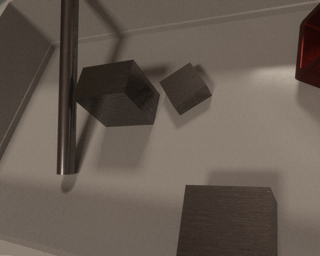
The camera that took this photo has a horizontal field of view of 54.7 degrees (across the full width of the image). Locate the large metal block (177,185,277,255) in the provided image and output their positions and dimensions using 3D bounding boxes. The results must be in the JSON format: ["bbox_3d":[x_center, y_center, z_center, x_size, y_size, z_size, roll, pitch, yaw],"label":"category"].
[{"bbox_3d":[0.065,0.101,0.293,0.080,0.050,0.080,-3,60,26],"label":"large metal block"}]

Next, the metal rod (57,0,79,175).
[{"bbox_3d":[-0.132,-0.084,0.447,0.025,0.025,0.298,-2,85,27],"label":"metal rod"}]

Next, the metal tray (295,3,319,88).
[{"bbox_3d":[0.191,-0.109,0.310,0.030,0.129,0.090,19,66,-6],"label":"metal tray"}]

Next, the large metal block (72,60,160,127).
[{"bbox_3d":[-0.057,-0.044,0.425,0.080,0.080,0.050,-3,61,26],"label":"large metal block"}]

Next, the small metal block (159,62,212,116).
[{"bbox_3d":[0.034,-0.053,0.419,0.050,0.025,0.050,-32,52,7],"label":"small metal block"}]
